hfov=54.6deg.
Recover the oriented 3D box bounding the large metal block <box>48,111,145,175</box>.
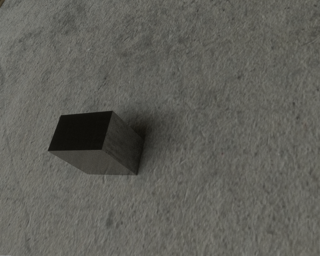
[{"bbox_3d":[-0.078,0.022,0.397,0.080,0.080,0.050,-3,60,27],"label":"large metal block"}]
